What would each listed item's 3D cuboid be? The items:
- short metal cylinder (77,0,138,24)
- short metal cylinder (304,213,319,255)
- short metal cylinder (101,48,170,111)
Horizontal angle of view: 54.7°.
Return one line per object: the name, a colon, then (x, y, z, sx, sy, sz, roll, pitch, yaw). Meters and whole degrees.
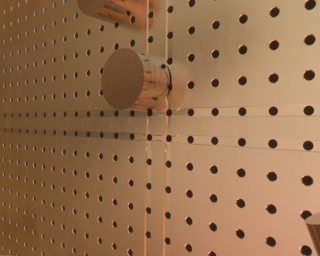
short metal cylinder: (-0.078, -0.200, 0.458, 0.080, 0.050, 0.079, 0, 90, 40)
short metal cylinder: (0.163, 0.088, 0.239, 0.080, 0.081, 0.050, -26, 74, 37)
short metal cylinder: (-0.034, -0.064, 0.421, 0.080, 0.050, 0.079, 0, 90, 40)
